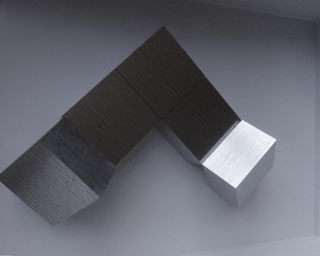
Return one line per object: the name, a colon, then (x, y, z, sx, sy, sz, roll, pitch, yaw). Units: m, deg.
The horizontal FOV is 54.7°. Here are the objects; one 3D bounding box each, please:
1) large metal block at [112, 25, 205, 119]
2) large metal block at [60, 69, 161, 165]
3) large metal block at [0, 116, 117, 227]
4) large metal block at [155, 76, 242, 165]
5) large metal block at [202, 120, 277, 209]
large metal block: (-0.005, -0.067, 0.393, 0.080, 0.050, 0.080, -46, 104, -14)
large metal block: (-0.060, -0.011, 0.373, 0.080, 0.050, 0.080, -46, 104, -14)
large metal block: (-0.109, 0.048, 0.332, 0.080, 0.050, 0.080, -35, 106, 27)
large metal block: (0.047, -0.009, 0.413, 0.080, 0.050, 0.080, -46, 104, -14)
large metal block: (0.107, 0.050, 0.412, 0.080, 0.050, 0.080, -46, 148, -14)
